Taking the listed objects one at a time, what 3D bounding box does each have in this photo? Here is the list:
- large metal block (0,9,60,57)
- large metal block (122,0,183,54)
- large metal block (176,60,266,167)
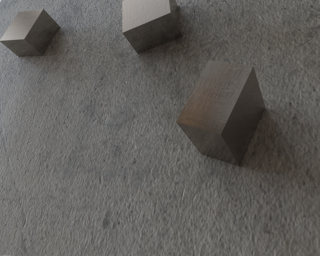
[{"bbox_3d":[-0.272,-0.198,0.648,0.080,0.050,0.080,7,65,31],"label":"large metal block"},{"bbox_3d":[-0.013,-0.178,0.503,0.080,0.050,0.080,-17,55,18],"label":"large metal block"},{"bbox_3d":[0.071,-0.015,0.340,0.050,0.080,0.080,17,71,34],"label":"large metal block"}]
